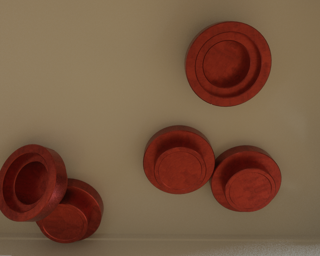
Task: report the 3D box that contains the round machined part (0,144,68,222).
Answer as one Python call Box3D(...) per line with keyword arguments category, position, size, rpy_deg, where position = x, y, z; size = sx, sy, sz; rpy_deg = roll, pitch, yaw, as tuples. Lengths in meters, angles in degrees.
Box3D(category="round machined part", position=(-0.163, 0.073, 0.410), size=(0.098, 0.042, 0.098), rpy_deg=(-7, 71, 21))

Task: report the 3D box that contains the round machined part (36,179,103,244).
Box3D(category="round machined part", position=(-0.134, 0.126, 0.447), size=(0.099, 0.042, 0.097), rpy_deg=(0, 110, 0))

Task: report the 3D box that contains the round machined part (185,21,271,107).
Box3D(category="round machined part", position=(0.079, -0.078, 0.374), size=(0.099, 0.042, 0.097), rpy_deg=(0, 110, 0))

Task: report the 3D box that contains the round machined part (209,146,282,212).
Box3D(category="round machined part", position=(0.120, 0.077, 0.432), size=(0.099, 0.042, 0.097), rpy_deg=(0, 110, 0))

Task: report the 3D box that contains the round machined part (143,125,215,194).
Box3D(category="round machined part", position=(0.026, 0.049, 0.420), size=(0.099, 0.042, 0.097), rpy_deg=(0, 110, 0))
